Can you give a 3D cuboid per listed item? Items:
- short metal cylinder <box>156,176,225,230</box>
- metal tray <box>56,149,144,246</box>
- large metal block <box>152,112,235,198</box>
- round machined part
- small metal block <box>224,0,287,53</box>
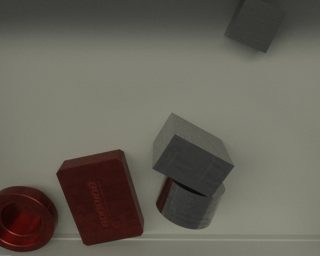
[{"bbox_3d":[0.040,0.089,0.415,0.080,0.080,0.050,16,109,-6],"label":"short metal cylinder"},{"bbox_3d":[-0.082,0.102,0.445,0.090,0.030,0.129,-12,110,4],"label":"metal tray"},{"bbox_3d":[0.038,0.032,0.394,0.080,0.080,0.050,28,108,-10],"label":"large metal block"},{"bbox_3d":[-0.196,0.125,0.446,0.099,0.042,0.097,0,110,-1],"label":"round machined part"},{"bbox_3d":[0.112,-0.123,0.368,0.050,0.025,0.050,21,109,-8],"label":"small metal block"}]
